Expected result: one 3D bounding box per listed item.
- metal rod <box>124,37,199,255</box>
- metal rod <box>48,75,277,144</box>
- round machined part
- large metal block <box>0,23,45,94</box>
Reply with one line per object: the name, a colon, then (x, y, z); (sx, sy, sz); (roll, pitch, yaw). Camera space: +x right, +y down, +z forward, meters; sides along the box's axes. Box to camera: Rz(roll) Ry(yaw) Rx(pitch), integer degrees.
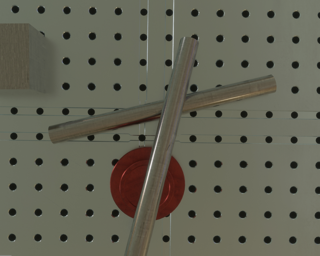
metal rod: (0.002, 0.029, 0.374); (0.025, 0.025, 0.299); (15, 78, -1)
metal rod: (0.004, -0.025, 0.413); (0.302, 0.025, 0.025); (-13, 90, -1)
round machined part: (-0.016, 0.074, 0.405); (0.099, 0.042, 0.097); (0, 90, -1)
large metal block: (-0.198, -0.087, 0.398); (0.081, 0.050, 0.079); (0, 90, -1)
